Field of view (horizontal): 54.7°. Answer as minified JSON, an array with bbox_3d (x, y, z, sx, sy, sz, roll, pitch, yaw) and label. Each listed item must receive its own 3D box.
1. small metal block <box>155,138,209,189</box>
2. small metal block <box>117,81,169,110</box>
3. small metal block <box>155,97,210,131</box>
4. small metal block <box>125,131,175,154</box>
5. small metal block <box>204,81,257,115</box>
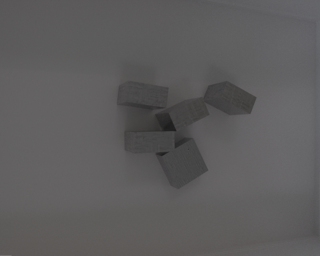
[{"bbox_3d":[0.030,0.047,0.421,0.050,0.025,0.050,-29,100,-18],"label":"small metal block"},{"bbox_3d":[-0.023,-0.040,0.389,0.050,0.050,0.025,7,88,-20],"label":"small metal block"},{"bbox_3d":[0.028,-0.018,0.407,0.050,0.050,0.025,-26,99,-18],"label":"small metal block"},{"bbox_3d":[-0.014,0.017,0.392,0.050,0.050,0.025,-1,91,-20],"label":"small metal block"},{"bbox_3d":[0.096,-0.040,0.432,0.050,0.050,0.025,25,82,-19],"label":"small metal block"}]
